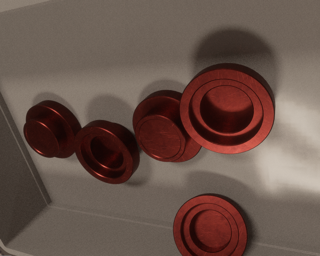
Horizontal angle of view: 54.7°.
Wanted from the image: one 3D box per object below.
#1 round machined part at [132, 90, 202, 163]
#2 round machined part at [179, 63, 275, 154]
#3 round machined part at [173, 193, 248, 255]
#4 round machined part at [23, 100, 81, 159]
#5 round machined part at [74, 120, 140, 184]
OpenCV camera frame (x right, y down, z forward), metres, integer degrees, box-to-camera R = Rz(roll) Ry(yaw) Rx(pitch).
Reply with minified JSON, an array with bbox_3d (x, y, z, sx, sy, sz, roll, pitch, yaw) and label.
[{"bbox_3d":[0.008,0.004,0.395,0.098,0.042,0.097,13,124,20],"label":"round machined part"},{"bbox_3d":[0.074,-0.024,0.339,0.098,0.042,0.097,9,119,17],"label":"round machined part"},{"bbox_3d":[0.071,0.139,0.426,0.098,0.042,0.097,-2,84,18],"label":"round machined part"},{"bbox_3d":[-0.175,0.009,0.493,0.098,0.042,0.097,13,124,20],"label":"round machined part"},{"bbox_3d":[-0.073,0.031,0.453,0.098,0.042,0.097,13,124,20],"label":"round machined part"}]
